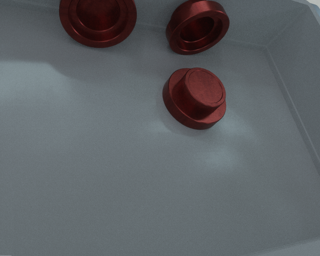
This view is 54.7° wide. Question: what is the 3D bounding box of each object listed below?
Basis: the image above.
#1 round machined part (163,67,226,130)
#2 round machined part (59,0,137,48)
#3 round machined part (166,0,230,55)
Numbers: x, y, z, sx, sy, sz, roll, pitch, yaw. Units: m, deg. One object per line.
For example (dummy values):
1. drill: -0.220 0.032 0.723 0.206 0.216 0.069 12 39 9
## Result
1. round machined part: 0.057 -0.050 0.455 0.099 0.042 0.098 14 56 -21
2. round machined part: -0.083 -0.160 0.414 0.099 0.097 0.042 8 46 -24
3. round machined part: 0.055 -0.163 0.488 0.099 0.097 0.042 -5 64 -31
